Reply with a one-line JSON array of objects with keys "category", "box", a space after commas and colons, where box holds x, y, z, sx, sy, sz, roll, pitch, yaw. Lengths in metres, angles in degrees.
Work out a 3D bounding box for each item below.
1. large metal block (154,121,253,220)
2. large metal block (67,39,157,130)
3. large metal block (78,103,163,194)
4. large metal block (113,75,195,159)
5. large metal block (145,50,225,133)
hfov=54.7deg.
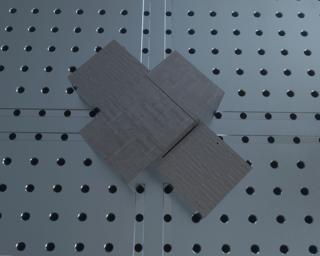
[{"category": "large metal block", "box": [0.050, 0.053, 0.380, 0.080, 0.050, 0.080, -42, 76, -13]}, {"category": "large metal block", "box": [-0.061, -0.057, 0.416, 0.080, 0.050, 0.080, 43, 76, 13]}, {"category": "large metal block", "box": [-0.043, 0.028, 0.372, 0.050, 0.080, 0.080, -43, 76, -14]}, {"category": "large metal block", "box": [-0.008, -0.005, 0.385, 0.050, 0.080, 0.080, -43, 76, -14]}, {"category": "large metal block", "box": [0.029, -0.038, 0.397, 0.050, 0.080, 0.080, -43, 76, -14]}]
